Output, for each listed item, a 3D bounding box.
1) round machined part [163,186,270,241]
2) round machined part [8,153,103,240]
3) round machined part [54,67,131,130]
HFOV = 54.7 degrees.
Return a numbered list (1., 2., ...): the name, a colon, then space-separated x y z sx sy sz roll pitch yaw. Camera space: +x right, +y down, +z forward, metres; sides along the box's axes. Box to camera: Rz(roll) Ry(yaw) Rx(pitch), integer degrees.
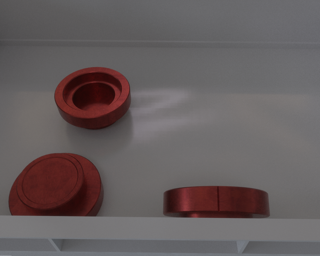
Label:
1. round machined part: 0.052 0.084 0.292 0.099 0.098 0.042 1 70 1
2. round machined part: -0.114 0.066 0.338 0.099 0.042 0.098 0 50 0
3. round machined part: -0.089 -0.036 0.424 0.099 0.042 0.098 0 50 0
